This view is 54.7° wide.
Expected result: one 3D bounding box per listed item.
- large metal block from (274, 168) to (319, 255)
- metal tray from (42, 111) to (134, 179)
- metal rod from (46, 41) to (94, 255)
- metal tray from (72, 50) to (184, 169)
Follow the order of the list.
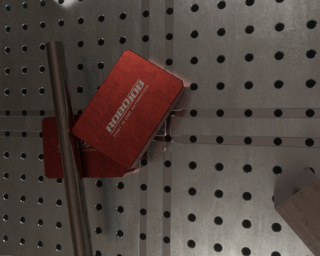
[{"bbox_3d":[0.168,0.093,0.324,0.050,0.080,0.080,-42,77,15],"label":"large metal block"},{"bbox_3d":[-0.105,0.025,0.446,0.130,0.030,0.089,-4,89,19],"label":"metal tray"},{"bbox_3d":[-0.123,0.031,0.421,0.025,0.025,0.298,-10,87,19],"label":"metal rod"},{"bbox_3d":[-0.039,-0.024,0.401,0.090,0.030,0.130,32,87,9],"label":"metal tray"}]
